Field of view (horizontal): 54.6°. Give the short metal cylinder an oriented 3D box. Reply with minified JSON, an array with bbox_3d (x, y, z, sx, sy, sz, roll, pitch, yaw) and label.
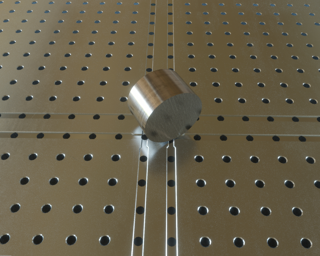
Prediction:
[{"bbox_3d":[0.006,-0.028,0.394,0.081,0.080,0.050,-22,53,-18],"label":"short metal cylinder"}]
